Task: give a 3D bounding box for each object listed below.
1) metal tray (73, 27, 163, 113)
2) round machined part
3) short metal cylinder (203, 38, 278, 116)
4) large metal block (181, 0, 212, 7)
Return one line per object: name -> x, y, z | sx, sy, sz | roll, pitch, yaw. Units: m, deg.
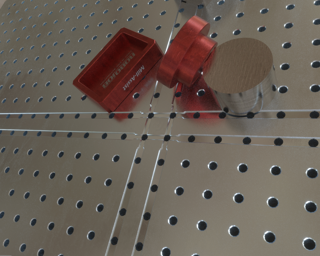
metal tray -> -0.069, -0.096, 0.500 | 0.090, 0.030, 0.130 | 34, 81, 38
round machined part -> 0.040, -0.093, 0.408 | 0.042, 0.098, 0.098 | 33, 79, 6
short metal cylinder -> 0.098, -0.062, 0.377 | 0.080, 0.050, 0.080 | -12, 58, 20
large metal block -> 0.065, -0.257, 0.516 | 0.080, 0.050, 0.080 | -49, 52, -6
